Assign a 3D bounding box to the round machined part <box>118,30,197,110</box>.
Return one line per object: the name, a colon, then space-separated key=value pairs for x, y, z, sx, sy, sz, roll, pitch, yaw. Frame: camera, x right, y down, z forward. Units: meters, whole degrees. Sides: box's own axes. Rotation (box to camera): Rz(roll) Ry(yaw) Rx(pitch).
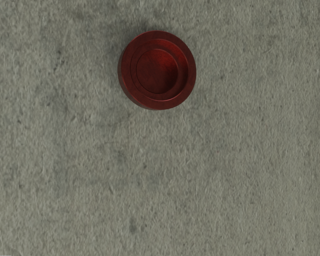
round machined part: x=-0.006 y=-0.071 z=0.398 sx=0.099 sy=0.042 sz=0.097 roll=0 pitch=90 yaw=-21
